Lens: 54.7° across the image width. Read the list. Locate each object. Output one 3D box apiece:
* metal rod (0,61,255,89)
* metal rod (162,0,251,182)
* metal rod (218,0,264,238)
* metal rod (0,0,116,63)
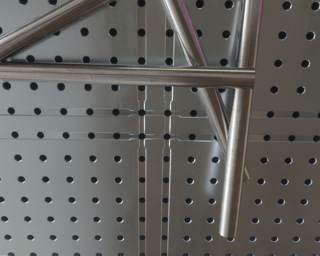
[{"bbox_3d":[-0.044,-0.064,0.369,0.302,0.025,0.025,3,110,6],"label":"metal rod"},{"bbox_3d":[0.057,-0.058,0.392,0.025,0.025,0.299,-22,109,7],"label":"metal rod"},{"bbox_3d":[0.100,-0.003,0.391,0.025,0.025,0.298,3,102,-2],"label":"metal rod"},{"bbox_3d":[-0.191,-0.096,0.375,0.301,0.025,0.025,-25,109,8],"label":"metal rod"}]
